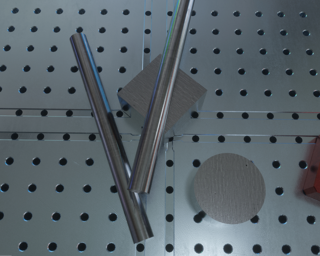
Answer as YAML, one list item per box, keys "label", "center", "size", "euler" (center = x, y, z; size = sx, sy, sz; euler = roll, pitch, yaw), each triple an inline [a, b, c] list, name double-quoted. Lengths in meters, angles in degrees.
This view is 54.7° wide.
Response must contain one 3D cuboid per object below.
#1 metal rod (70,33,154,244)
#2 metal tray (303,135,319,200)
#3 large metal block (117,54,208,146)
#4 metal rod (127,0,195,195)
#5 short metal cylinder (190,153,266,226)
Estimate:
- label: "metal rod"
  center: [-0.070, 0.000, 0.411]
  size: [0.025, 0.025, 0.299]
  euler: [-19, 71, -7]
- label: "metal tray"
  center: [0.259, 0.065, 0.387]
  size: [0.130, 0.030, 0.090]
  euler: [22, 71, 8]
- label: "large metal block"
  center: [0.003, -0.037, 0.412]
  size: [0.080, 0.050, 0.080]
  euler: [41, 75, 13]
- label: "metal rod"
  center: [0.009, -0.068, 0.383]
  size: [0.025, 0.025, 0.299]
  euler: [12, 70, 4]
- label: "short metal cylinder"
  center: [0.079, 0.075, 0.372]
  size: [0.081, 0.050, 0.080]
  euler: [0, 70, 0]
